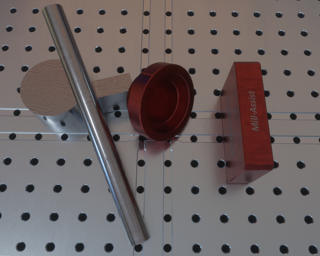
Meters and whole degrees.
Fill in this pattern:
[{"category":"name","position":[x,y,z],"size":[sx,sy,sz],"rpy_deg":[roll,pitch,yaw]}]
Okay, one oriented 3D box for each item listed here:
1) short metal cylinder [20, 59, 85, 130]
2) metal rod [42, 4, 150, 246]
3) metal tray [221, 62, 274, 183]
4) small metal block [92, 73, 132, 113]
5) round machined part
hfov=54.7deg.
[{"category":"short metal cylinder","position":[-0.135,-0.044,0.413],"size":[0.081,0.050,0.080],"rpy_deg":[0,70,-1]},{"category":"metal rod","position":[-0.077,-0.006,0.372],"size":[0.025,0.025,0.299],"rpy_deg":[-21,87,-8]},{"category":"metal tray","position":[0.102,-0.004,0.379],"size":[0.030,0.090,0.130],"rpy_deg":[0,70,0]},{"category":"small metal block","position":[-0.060,-0.045,0.414],"size":[0.050,0.050,0.025],"rpy_deg":[-14,71,-5]},{"category":"round machined part","position":[-0.004,-0.035,0.394],"size":[0.042,0.098,0.098],"rpy_deg":[20,68,41]}]
